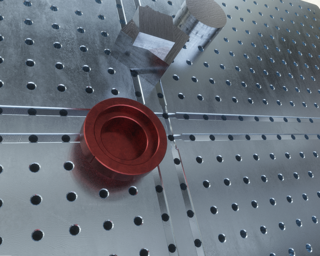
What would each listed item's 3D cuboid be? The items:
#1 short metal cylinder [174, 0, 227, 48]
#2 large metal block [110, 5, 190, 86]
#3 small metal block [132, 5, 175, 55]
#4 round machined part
[{"bbox_3d":[0.069,-0.188,0.544,0.081,0.050,0.080,13,56,-21],"label":"short metal cylinder"},{"bbox_3d":[-0.014,-0.123,0.459,0.080,0.050,0.080,35,51,-5],"label":"large metal block"},{"bbox_3d":[-0.009,-0.132,0.419,0.050,0.025,0.050,10,57,-23],"label":"small metal block"},{"bbox_3d":[-0.045,0.016,0.363,0.099,0.042,0.098,14,56,-21],"label":"round machined part"}]
